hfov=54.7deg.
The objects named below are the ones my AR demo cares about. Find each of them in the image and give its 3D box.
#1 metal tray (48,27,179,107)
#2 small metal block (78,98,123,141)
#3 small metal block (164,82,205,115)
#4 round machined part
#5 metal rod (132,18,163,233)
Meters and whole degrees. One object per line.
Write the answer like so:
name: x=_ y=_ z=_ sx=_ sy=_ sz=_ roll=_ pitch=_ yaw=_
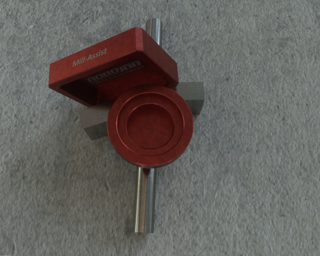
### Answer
metal tray: x=-0.055 y=-0.064 z=0.373 sx=0.130 sy=0.090 sz=0.030 roll=-15 pitch=67 yaw=26
small metal block: x=-0.072 y=-0.010 z=0.399 sx=0.050 sy=0.050 sz=0.025 roll=-18 pitch=71 yaw=-7
small metal block: x=0.030 y=-0.038 z=0.410 sx=0.050 sy=0.050 sz=0.025 roll=-1 pitch=70 yaw=-1
round machined part: x=-0.011 y=0.000 z=0.371 sx=0.099 sy=0.042 sz=0.098 roll=1 pitch=73 yaw=-2
metal rod: x=-0.014 y=-0.017 z=0.415 sx=0.025 sy=0.025 sz=0.299 roll=2 pitch=70 yaw=0
